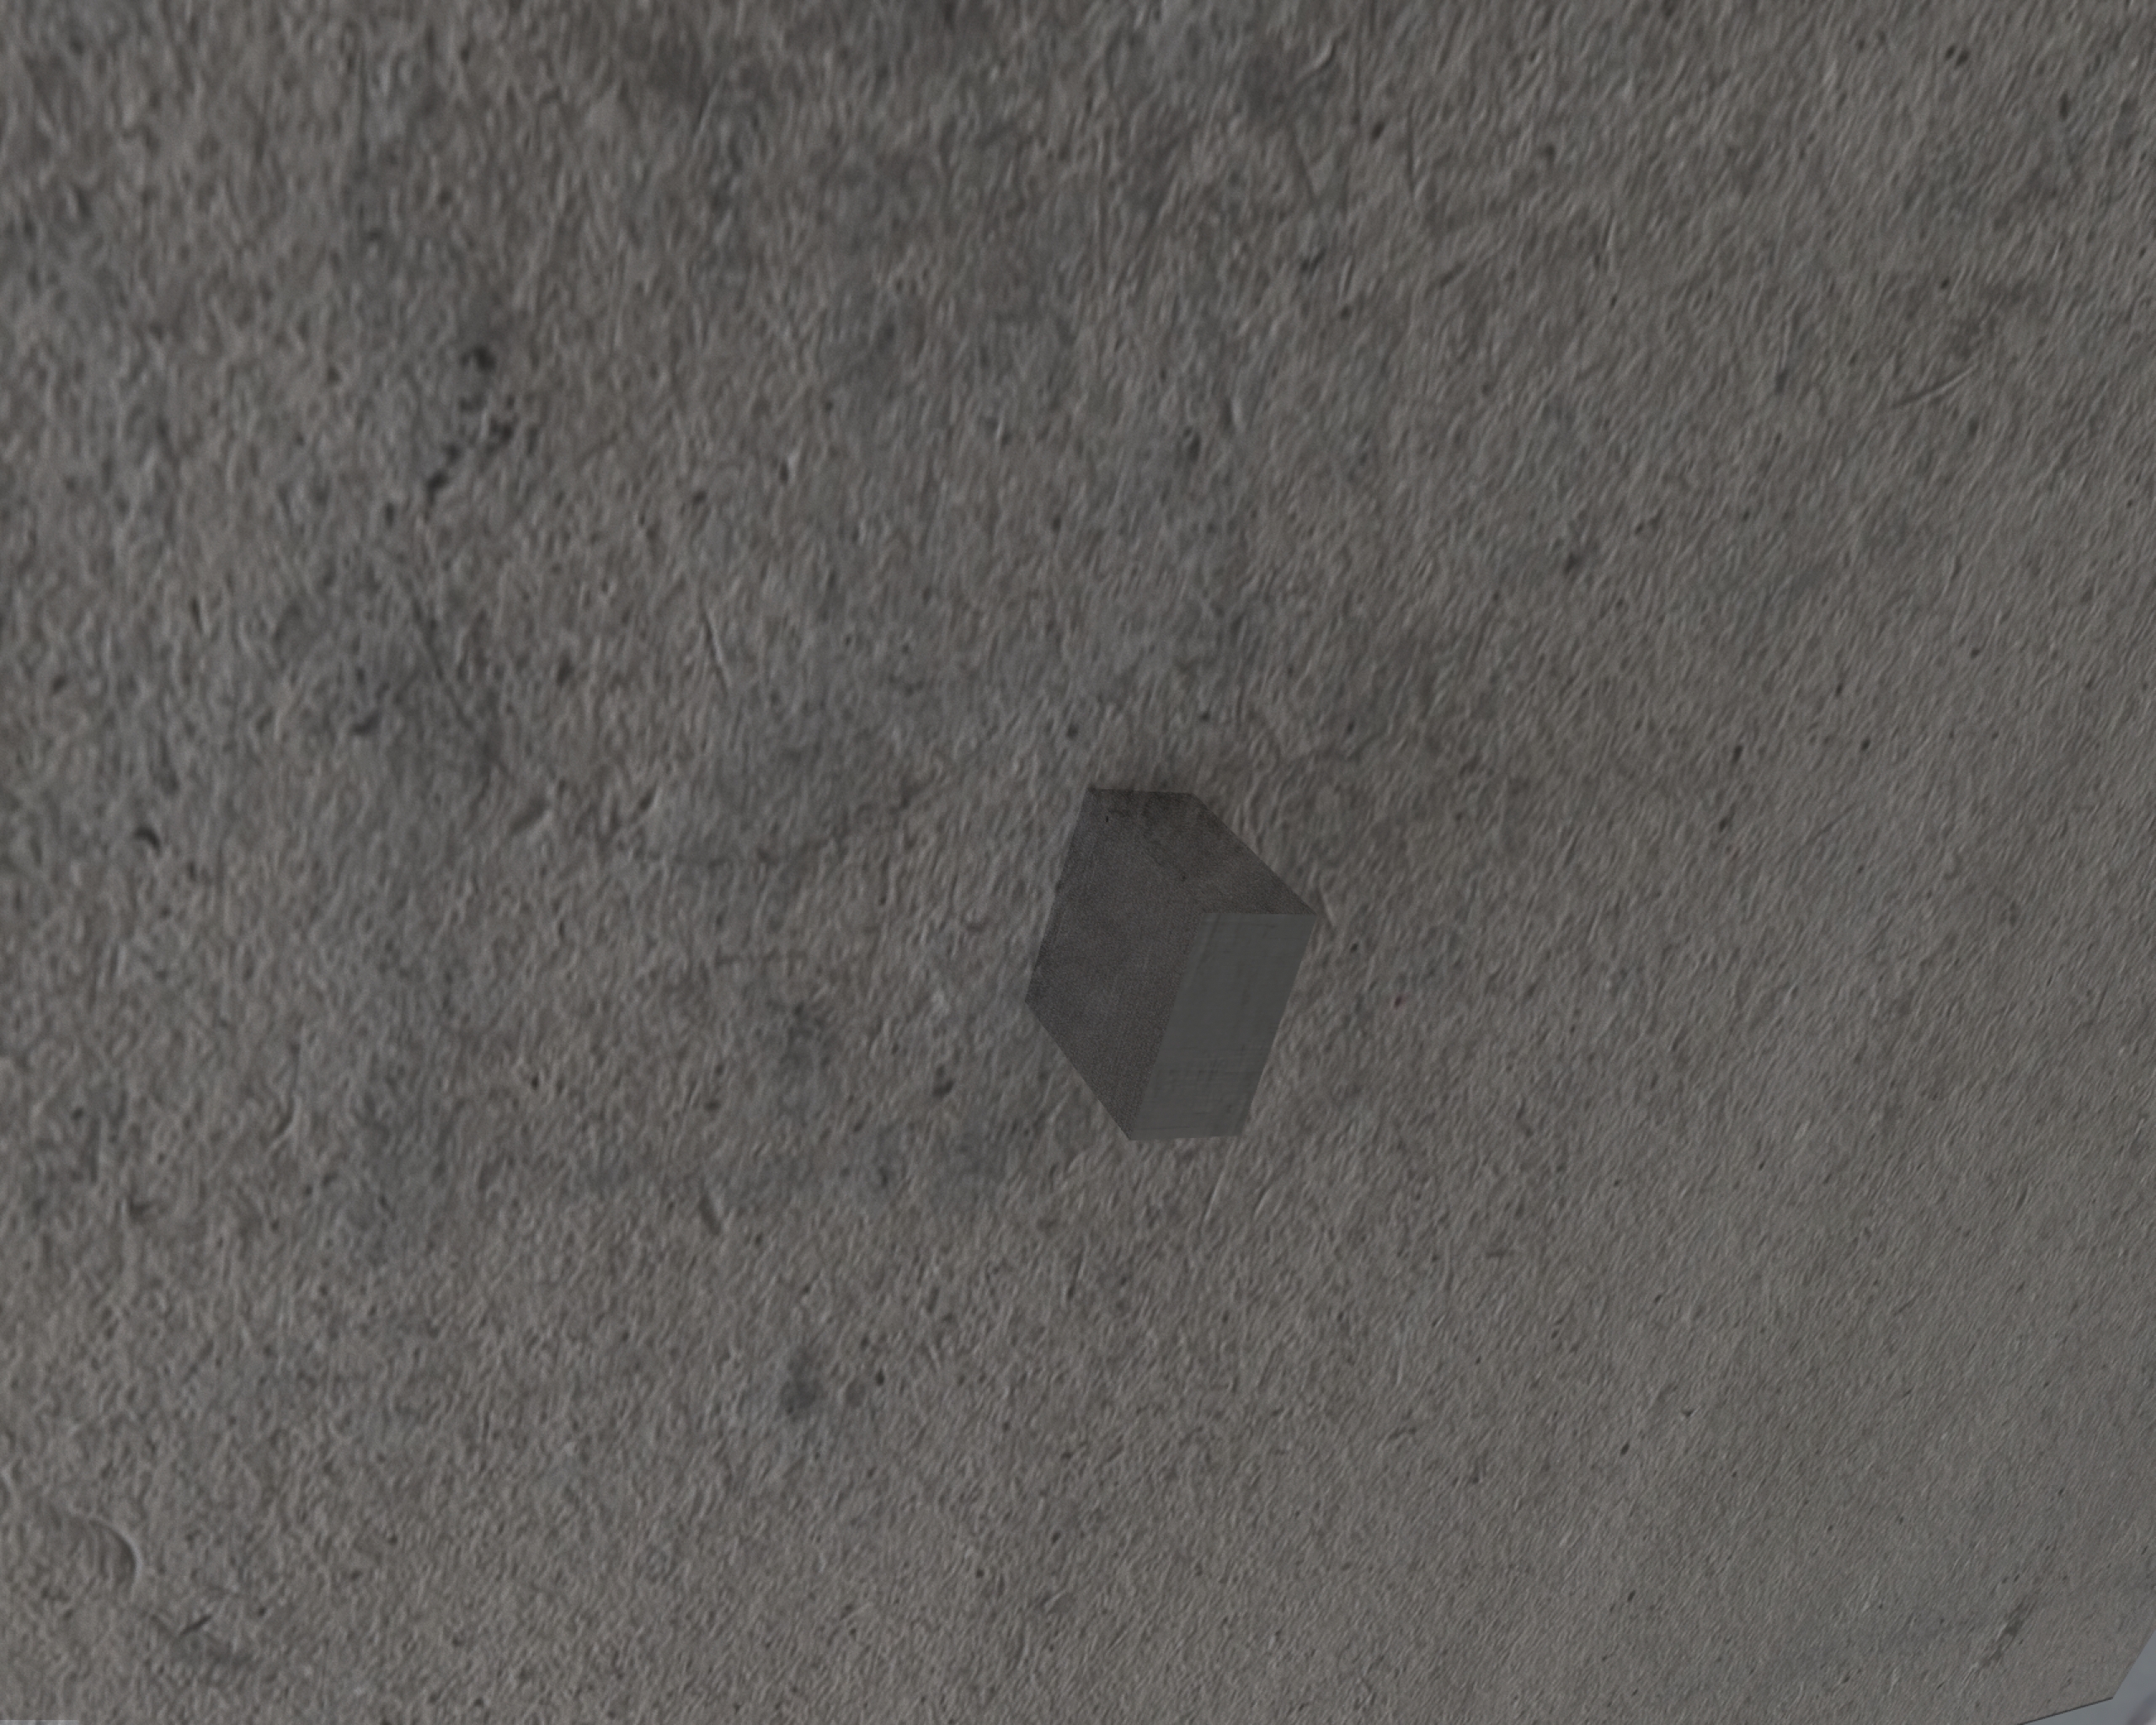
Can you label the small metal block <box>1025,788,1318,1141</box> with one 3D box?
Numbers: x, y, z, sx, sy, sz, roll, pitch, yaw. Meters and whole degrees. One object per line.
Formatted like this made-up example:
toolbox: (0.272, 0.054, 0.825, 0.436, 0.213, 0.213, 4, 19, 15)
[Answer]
small metal block: (0.017, 0.019, 0.411, 0.025, 0.050, 0.050, 2, 118, -29)
